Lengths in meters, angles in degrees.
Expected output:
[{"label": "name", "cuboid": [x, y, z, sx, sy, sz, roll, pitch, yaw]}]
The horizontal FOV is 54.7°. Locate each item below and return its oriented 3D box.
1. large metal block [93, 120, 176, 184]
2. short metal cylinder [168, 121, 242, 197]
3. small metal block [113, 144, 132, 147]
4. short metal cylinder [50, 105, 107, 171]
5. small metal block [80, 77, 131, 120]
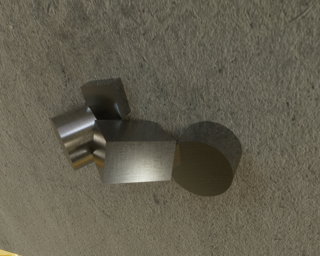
[{"label": "large metal block", "cuboid": [-0.035, 0.026, 0.382, 0.081, 0.080, 0.050, 1, 108, -21]}, {"label": "short metal cylinder", "cuboid": [0.056, 0.038, 0.385, 0.080, 0.050, 0.079, 13, 124, 20]}, {"label": "small metal block", "cuboid": [-0.052, 0.039, 0.458, 0.050, 0.025, 0.050, 3, 120, 26]}, {"label": "short metal cylinder", "cuboid": [-0.113, 0.013, 0.435, 0.080, 0.050, 0.080, 50, 155, 35]}, {"label": "small metal block", "cuboid": [-0.073, -0.039, 0.421, 0.050, 0.025, 0.050, -1, 118, 28]}]
